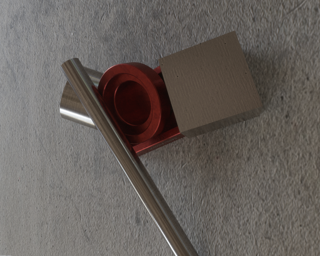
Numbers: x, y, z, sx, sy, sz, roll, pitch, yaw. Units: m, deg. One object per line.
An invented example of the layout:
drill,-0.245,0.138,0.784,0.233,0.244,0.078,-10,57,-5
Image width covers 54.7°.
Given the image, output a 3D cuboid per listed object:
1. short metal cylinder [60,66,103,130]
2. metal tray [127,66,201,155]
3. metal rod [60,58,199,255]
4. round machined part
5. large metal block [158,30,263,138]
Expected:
short metal cylinder,-0.100,-0.043,0.442,0.050,0.080,0.079,19,105,1
metal tray,-0.009,-0.022,0.408,0.130,0.030,0.090,-26,74,36
metal rod,-0.033,0.048,0.375,0.025,0.025,0.299,-34,87,35
round machined part,-0.028,-0.033,0.385,0.098,0.042,0.097,12,112,32
large metal block,0.052,-0.042,0.324,0.080,0.050,0.080,-18,77,11
